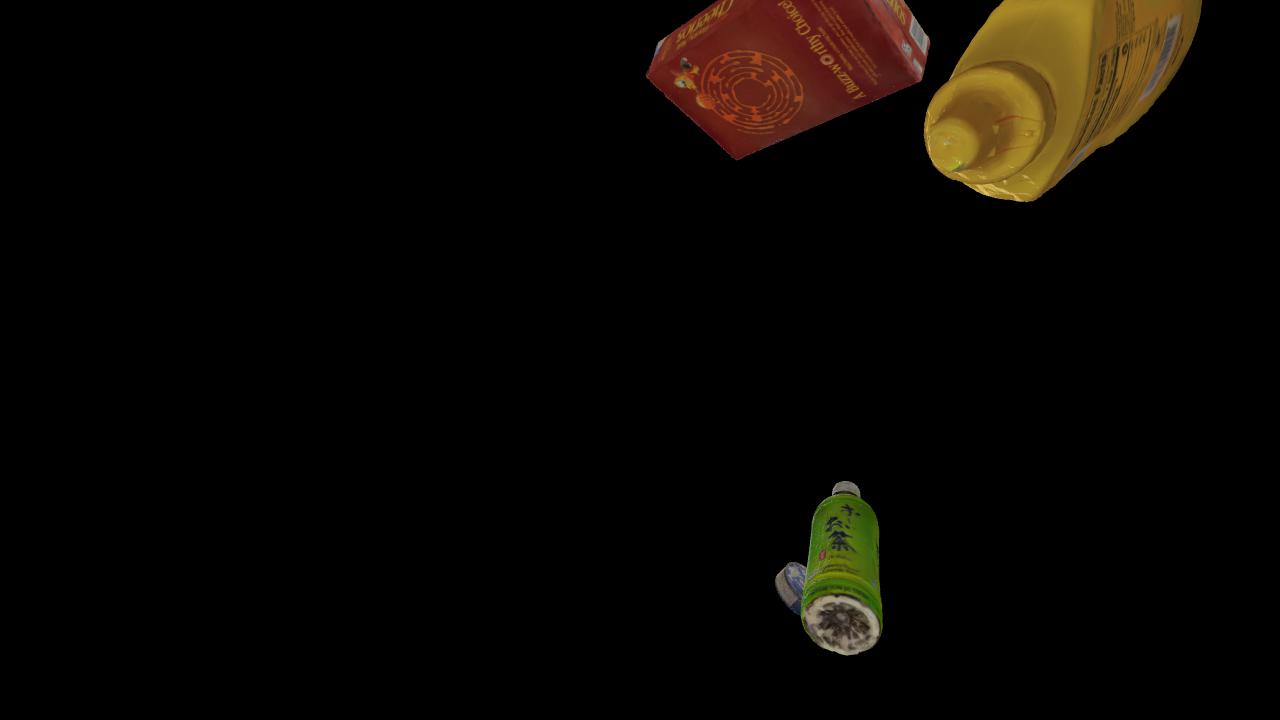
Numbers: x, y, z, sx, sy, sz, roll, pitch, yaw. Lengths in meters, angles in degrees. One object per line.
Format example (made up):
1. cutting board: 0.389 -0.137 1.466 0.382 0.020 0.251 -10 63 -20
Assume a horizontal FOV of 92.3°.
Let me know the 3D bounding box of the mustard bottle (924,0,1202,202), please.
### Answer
1. mustard bottle: 0.173 -0.116 0.256 0.184 0.092 0.054 -33 50 -30

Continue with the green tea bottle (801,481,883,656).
1. green tea bottle: 0.204 0.191 0.620 0.073 0.073 0.212 0 22 18

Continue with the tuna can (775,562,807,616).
1. tuna can: 0.261 0.373 0.999 0.084 0.034 0.084 28 25 -14

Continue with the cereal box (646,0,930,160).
1. cereal box: 0.181 -0.394 0.806 0.203 0.081 0.306 30 -21 -33
